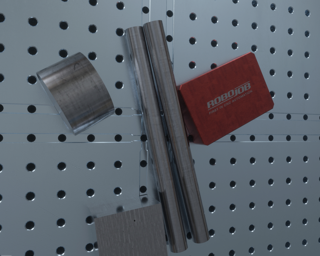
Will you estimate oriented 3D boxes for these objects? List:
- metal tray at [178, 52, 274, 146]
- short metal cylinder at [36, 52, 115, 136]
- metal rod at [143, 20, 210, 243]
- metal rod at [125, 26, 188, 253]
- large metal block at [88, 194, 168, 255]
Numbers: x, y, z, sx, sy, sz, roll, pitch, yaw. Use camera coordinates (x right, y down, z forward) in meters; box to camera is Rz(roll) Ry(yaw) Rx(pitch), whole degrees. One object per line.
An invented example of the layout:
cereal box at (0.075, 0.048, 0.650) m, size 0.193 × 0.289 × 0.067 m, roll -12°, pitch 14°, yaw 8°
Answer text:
metal tray at (0.092, -0.043, 0.444) m, size 0.131 × 0.030 × 0.090 m, roll -27°, pitch 99°, yaw -18°
short metal cylinder at (-0.094, -0.038, 0.349) m, size 0.050 × 0.080 × 0.080 m, roll -32°, pitch 101°, yaw -17°
metal rod at (0.024, 0.011, 0.412) m, size 0.025 × 0.025 × 0.298 m, roll -16°, pitch 99°, yaw -19°
metal rod at (-0.004, 0.018, 0.411) m, size 0.025 × 0.025 × 0.298 m, roll -13°, pitch 95°, yaw -20°
large metal block at (-0.040, 0.135, 0.385) m, size 0.081 × 0.050 × 0.079 m, roll -8°, pitch 93°, yaw -20°
